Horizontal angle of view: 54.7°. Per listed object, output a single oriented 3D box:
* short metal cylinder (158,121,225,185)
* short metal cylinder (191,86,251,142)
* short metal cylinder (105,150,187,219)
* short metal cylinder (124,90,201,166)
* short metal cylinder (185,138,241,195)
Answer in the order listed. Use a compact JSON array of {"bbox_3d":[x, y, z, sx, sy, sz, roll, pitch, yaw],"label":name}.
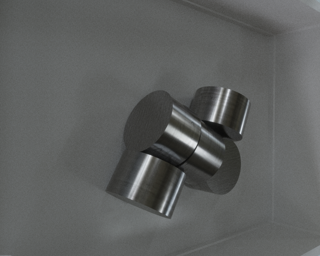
[{"bbox_3d":[0.036,0.027,0.402,0.050,0.080,0.080,34,69,-36],"label":"short metal cylinder"},{"bbox_3d":[0.083,-0.018,0.441,0.080,0.080,0.050,29,72,-37],"label":"short metal cylinder"},{"bbox_3d":[-0.016,0.065,0.358,0.080,0.080,0.050,36,68,-35],"label":"short metal cylinder"},{"bbox_3d":[0.002,0.002,0.372,0.050,0.080,0.080,32,70,-36],"label":"short metal cylinder"},{"bbox_3d":[0.073,0.053,0.452,0.081,0.050,0.079,0,90,-40],"label":"short metal cylinder"}]
